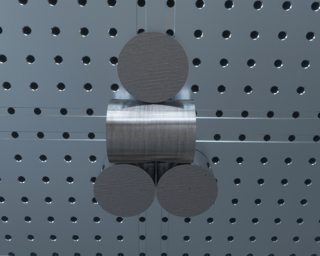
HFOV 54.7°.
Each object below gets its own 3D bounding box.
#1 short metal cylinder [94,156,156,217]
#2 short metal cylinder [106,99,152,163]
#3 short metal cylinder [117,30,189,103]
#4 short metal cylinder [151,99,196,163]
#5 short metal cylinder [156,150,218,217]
[{"bbox_3d":[-0.046,0.074,0.426,0.081,0.050,0.079,0,110,-1],"label":"short metal cylinder"},{"bbox_3d":[-0.035,0.004,0.385,0.050,0.080,0.079,0,110,-1],"label":"short metal cylinder"},{"bbox_3d":[-0.008,-0.076,0.372,0.081,0.050,0.079,0,110,-1],"label":"short metal cylinder"},{"bbox_3d":[0.015,0.004,0.386,0.050,0.080,0.079,0,110,-1],"label":"short metal cylinder"},{"bbox_3d":[0.035,0.074,0.426,0.081,0.050,0.079,0,110,-1],"label":"short metal cylinder"}]
